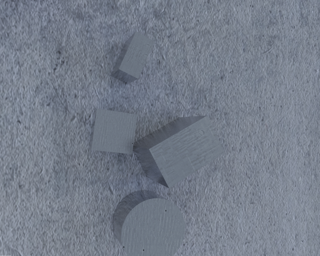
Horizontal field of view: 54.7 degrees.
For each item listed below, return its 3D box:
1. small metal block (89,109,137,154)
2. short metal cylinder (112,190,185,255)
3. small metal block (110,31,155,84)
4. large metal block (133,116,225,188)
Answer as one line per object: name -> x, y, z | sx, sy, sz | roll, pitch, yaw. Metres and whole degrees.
small metal block -> -0.059, 0.005, 0.388 | 0.050, 0.025, 0.050 | 8, 87, -20
short metal cylinder -> -0.015, 0.123, 0.391 | 0.081, 0.050, 0.079 | 0, 90, -21
small metal block -> -0.035, -0.085, 0.383 | 0.025, 0.050, 0.050 | 25, 82, -19
large metal block -> 0.019, 0.026, 0.388 | 0.080, 0.080, 0.050 | -29, 100, -18
